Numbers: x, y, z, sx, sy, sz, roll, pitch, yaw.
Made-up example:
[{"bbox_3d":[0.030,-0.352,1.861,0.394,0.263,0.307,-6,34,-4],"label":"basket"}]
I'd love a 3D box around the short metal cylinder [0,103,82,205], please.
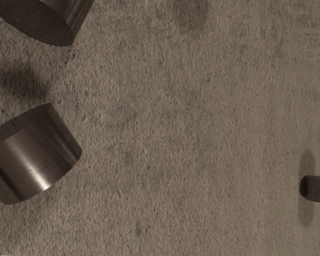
[{"bbox_3d":[-0.117,0.020,0.272,0.080,0.080,0.050,-42,116,-32],"label":"short metal cylinder"}]

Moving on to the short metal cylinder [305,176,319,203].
[{"bbox_3d":[0.361,0.134,0.677,0.081,0.080,0.050,6,87,-40],"label":"short metal cylinder"}]

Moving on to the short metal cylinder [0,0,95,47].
[{"bbox_3d":[-0.106,-0.119,0.281,0.080,0.080,0.050,32,70,-36],"label":"short metal cylinder"}]
